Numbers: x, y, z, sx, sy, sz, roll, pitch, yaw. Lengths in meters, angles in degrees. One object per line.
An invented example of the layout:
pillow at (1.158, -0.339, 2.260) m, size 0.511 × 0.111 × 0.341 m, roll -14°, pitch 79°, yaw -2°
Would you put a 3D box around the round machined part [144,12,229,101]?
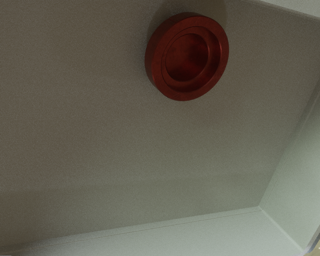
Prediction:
round machined part at (0.027, -0.084, 0.360) m, size 0.099 × 0.042 × 0.097 m, roll -14°, pitch 124°, yaw -21°
